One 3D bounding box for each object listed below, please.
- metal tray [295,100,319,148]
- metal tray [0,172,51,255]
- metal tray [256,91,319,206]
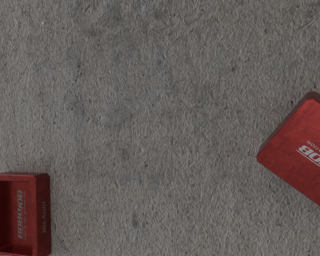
[{"bbox_3d":[0.222,-0.010,0.328,0.130,0.030,0.090,-35,79,16],"label":"metal tray"},{"bbox_3d":[-0.218,0.136,0.483,0.090,0.030,0.129,-1,90,20],"label":"metal tray"},{"bbox_3d":[0.181,0.035,0.319,0.130,0.030,0.089,37,122,10],"label":"metal tray"}]
